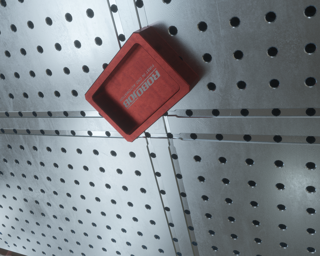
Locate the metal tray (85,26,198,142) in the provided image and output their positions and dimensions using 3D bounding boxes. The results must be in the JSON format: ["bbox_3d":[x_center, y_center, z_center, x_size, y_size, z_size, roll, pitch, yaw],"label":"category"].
[{"bbox_3d":[-0.028,-0.049,0.390,0.090,0.030,0.129,46,129,-5],"label":"metal tray"}]
